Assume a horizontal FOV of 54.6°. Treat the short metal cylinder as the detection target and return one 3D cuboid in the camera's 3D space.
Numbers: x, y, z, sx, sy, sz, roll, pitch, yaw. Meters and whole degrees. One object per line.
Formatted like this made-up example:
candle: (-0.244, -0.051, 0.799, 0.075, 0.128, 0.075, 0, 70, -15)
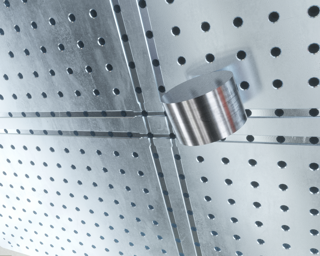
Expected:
short metal cylinder: (0.048, -0.023, 0.337, 0.080, 0.080, 0.050, -11, 113, 33)
